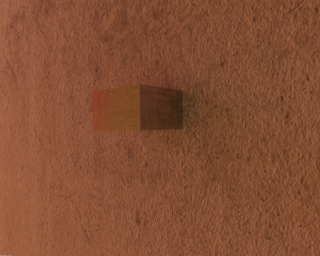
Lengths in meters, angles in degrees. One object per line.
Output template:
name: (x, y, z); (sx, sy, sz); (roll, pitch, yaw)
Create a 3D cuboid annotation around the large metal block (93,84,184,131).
large metal block: (-0.027, -0.022, 0.391); (0.080, 0.081, 0.050); (-1, 89, 39)
